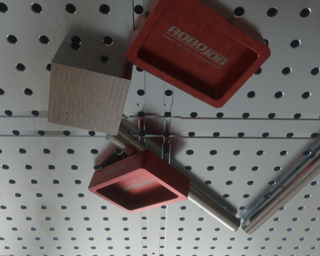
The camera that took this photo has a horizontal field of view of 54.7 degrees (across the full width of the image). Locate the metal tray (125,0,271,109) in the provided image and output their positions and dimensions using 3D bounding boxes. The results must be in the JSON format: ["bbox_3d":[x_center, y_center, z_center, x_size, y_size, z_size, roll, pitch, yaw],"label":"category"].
[{"bbox_3d":[0.040,-0.085,0.336,0.131,0.030,0.090,25,126,-21],"label":"metal tray"}]

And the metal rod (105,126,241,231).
[{"bbox_3d":[0.035,0.090,0.488,0.025,0.025,0.301,-34,123,25],"label":"metal rod"}]

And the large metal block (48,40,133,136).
[{"bbox_3d":[-0.080,-0.044,0.357,0.081,0.050,0.079,12,129,-10],"label":"large metal block"}]

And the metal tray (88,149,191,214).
[{"bbox_3d":[-0.032,0.084,0.455,0.090,0.030,0.130,38,136,-27],"label":"metal tray"}]

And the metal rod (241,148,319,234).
[{"bbox_3d":[0.219,0.079,0.482,0.025,0.025,0.298,17,128,-15],"label":"metal rod"}]
